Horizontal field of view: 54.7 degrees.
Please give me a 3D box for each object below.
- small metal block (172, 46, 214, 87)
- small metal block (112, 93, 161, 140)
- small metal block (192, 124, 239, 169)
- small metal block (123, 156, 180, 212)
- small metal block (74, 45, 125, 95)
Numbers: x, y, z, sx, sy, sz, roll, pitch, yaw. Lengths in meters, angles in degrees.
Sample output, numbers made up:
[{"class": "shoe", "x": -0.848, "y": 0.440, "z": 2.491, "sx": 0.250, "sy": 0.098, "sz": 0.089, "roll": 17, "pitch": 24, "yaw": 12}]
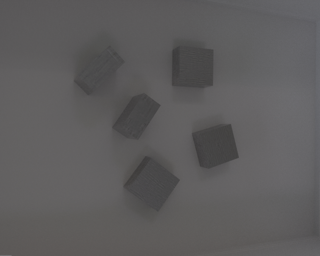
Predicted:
[{"class": "small metal block", "x": 0.045, "y": -0.083, "z": 0.427, "sx": 0.050, "sy": 0.025, "sz": 0.050, "roll": 1, "pitch": 90, "yaw": -20}, {"class": "small metal block", "x": -0.031, "y": -0.014, "z": 0.386, "sx": 0.025, "sy": 0.050, "sz": 0.050, "roll": 36, "pitch": 79, "yaw": -17}, {"class": "small metal block", "x": 0.079, "y": 0.025, "z": 0.439, "sx": 0.050, "sy": 0.025, "sz": 0.050, "roll": -17, "pitch": 96, "yaw": -19}, {"class": "small metal block", "x": -0.011, "y": 0.073, "z": 0.407, "sx": 0.050, "sy": 0.025, "sz": 0.050, "roll": 39, "pitch": 77, "yaw": -16}, {"class": "small metal block", "x": -0.073, "y": -0.067, "z": 0.370, "sx": 0.050, "sy": 0.050, "sz": 0.025, "roll": -47, "pitch": 105, "yaw": -14}]
